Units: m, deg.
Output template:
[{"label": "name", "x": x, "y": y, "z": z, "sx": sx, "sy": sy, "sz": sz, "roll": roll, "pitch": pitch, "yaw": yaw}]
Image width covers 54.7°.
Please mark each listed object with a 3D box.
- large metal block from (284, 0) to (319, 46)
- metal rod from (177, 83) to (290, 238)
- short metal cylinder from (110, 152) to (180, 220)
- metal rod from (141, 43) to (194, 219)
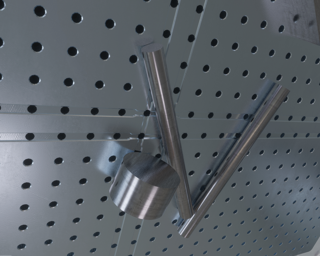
[{"label": "large metal block", "x": 0.217, "y": -0.170, "z": 0.408, "sx": 0.080, "sy": 0.050, "sz": 0.080, "roll": -37, "pitch": 129, "yaw": -4}, {"label": "metal rod", "x": 0.115, "y": 0.061, "z": 0.512, "sx": 0.025, "sy": 0.025, "sz": 0.298, "roll": 20, "pitch": 108, "yaw": -36}, {"label": "short metal cylinder", "x": -0.020, "y": 0.075, "z": 0.411, "sx": 0.081, "sy": 0.080, "sz": 0.050, "roll": 12, "pitch": 112, "yaw": -34}, {"label": "metal rod", "x": 0.018, "y": 0.027, "z": 0.437, "sx": 0.025, "sy": 0.025, "sz": 0.298, "roll": -24, "pitch": 127, "yaw": -14}]
